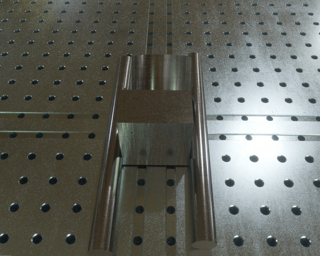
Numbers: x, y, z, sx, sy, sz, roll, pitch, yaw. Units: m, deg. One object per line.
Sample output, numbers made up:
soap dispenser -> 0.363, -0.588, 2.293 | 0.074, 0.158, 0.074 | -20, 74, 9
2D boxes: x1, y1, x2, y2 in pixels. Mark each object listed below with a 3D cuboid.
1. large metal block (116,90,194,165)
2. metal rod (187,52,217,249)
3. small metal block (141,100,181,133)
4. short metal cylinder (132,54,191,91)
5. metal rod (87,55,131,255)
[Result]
large metal block -> -0.005, 0.001, 0.368 | 0.081, 0.080, 0.050 | 1, 50, 0
metal rod -> 0.050, 0.002, 0.406 | 0.025, 0.025, 0.300 | 2, 50, 1
small metal block -> 0.001, -0.017, 0.405 | 0.050, 0.050, 0.025 | 1, 50, 0
short metal cylinder -> 0.002, -0.070, 0.422 | 0.081, 0.050, 0.080 | 1, 6, 0
metal rod -> -0.057, 0.008, 0.400 | 0.025, 0.025, 0.300 | 1, 50, 0
